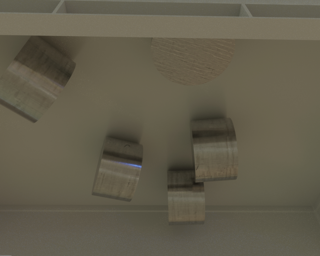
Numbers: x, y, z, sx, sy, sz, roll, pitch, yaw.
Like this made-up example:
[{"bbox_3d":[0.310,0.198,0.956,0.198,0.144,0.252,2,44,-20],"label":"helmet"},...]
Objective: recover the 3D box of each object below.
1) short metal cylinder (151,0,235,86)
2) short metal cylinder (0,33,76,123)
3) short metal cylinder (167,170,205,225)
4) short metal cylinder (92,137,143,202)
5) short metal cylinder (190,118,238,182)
[{"bbox_3d":[0.031,-0.091,0.316,0.081,0.050,0.079,0,130,0],"label":"short metal cylinder"},{"bbox_3d":[-0.134,-0.052,0.327,0.050,0.080,0.080,36,121,-27],"label":"short metal cylinder"},{"bbox_3d":[0.037,0.103,0.461,0.050,0.080,0.079,-2,130,1],"label":"short metal cylinder"},{"bbox_3d":[-0.058,0.055,0.420,0.050,0.080,0.079,14,129,-12],"label":"short metal cylinder"},{"bbox_3d":[0.067,0.028,0.398,0.050,0.080,0.080,-5,130,3],"label":"short metal cylinder"}]
